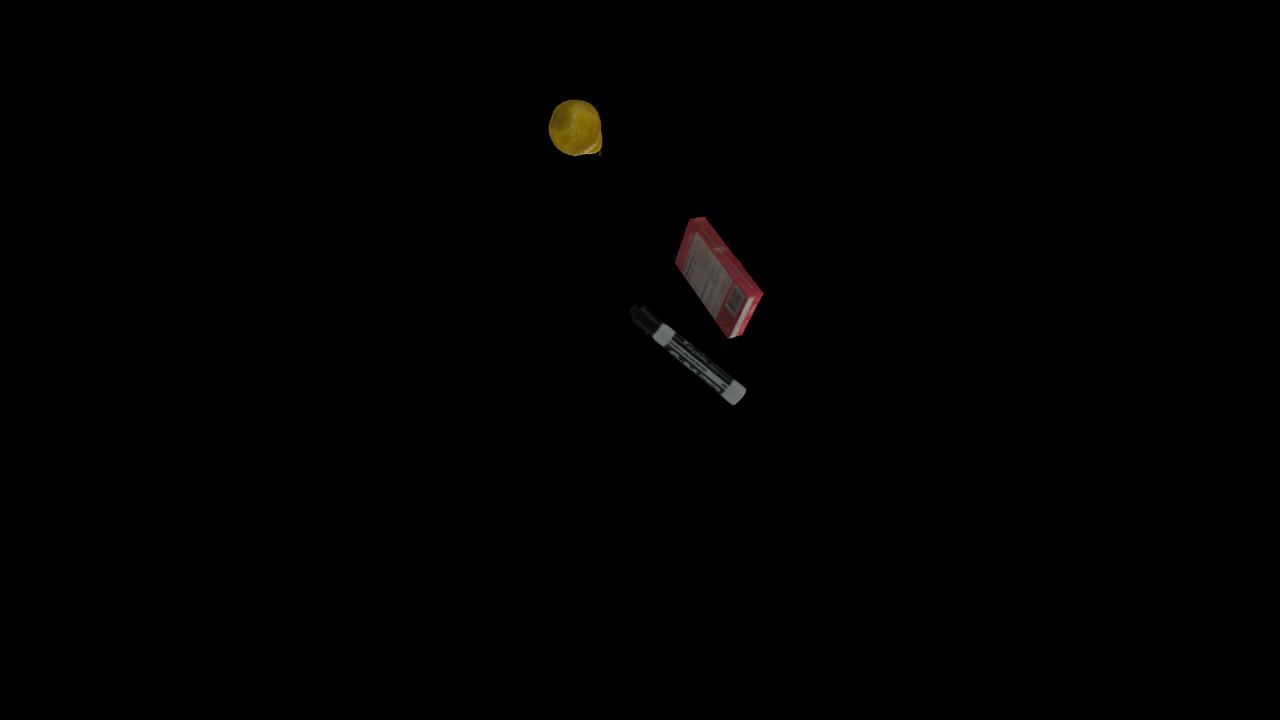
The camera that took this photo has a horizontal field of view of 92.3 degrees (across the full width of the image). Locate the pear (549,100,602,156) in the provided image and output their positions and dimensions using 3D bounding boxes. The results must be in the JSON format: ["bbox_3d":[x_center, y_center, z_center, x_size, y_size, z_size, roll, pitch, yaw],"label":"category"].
[{"bbox_3d":[-0.082,-0.343,0.930,0.080,0.080,0.111,0,-2,35],"label":"pear"}]

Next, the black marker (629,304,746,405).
[{"bbox_3d":[0.039,-0.006,0.527,0.121,0.020,0.020,39,-3,-4],"label":"black marker"}]

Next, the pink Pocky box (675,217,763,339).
[{"bbox_3d":[0.103,-0.113,0.837,0.029,0.155,0.084,-16,-33,-26],"label":"pink Pocky box"}]
